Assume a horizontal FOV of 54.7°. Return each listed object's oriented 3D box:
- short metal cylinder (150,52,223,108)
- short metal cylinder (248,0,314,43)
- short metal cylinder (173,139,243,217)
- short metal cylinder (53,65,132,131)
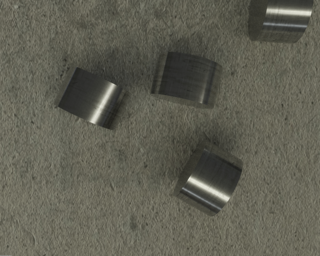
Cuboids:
[{"bbox_3d":[0.032,-0.057,0.383,0.080,0.080,0.050,13,90,0],"label":"short metal cylinder"},{"bbox_3d":[0.146,-0.147,0.383,0.050,0.080,0.080,4,90,0],"label":"short metal cylinder"},{"bbox_3d":[0.058,0.061,0.383,0.050,0.080,0.080,30,90,0],"label":"short metal cylinder"},{"bbox_3d":[-0.082,-0.036,0.382,0.080,0.080,0.050,25,90,0],"label":"short metal cylinder"}]
